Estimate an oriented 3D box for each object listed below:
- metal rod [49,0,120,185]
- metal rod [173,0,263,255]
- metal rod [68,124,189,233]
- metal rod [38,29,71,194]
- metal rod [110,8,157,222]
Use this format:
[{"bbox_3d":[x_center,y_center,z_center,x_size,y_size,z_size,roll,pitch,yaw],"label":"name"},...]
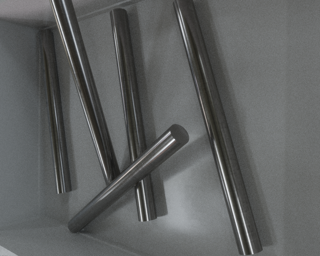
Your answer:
[{"bbox_3d":[-0.096,-0.050,0.406,0.025,0.025,0.298,7,119,39],"label":"metal rod"},{"bbox_3d":[0.062,-0.013,0.354,0.025,0.025,0.299,-22,76,37],"label":"metal rod"},{"bbox_3d":[-0.061,0.086,0.427,0.299,0.025,0.025,-44,64,40],"label":"metal rod"},{"bbox_3d":[-0.192,-0.033,0.561,0.025,0.025,0.298,-15,81,39],"label":"metal rod"},{"bbox_3d":[-0.039,-0.023,0.436,0.025,0.025,0.298,-14,81,39],"label":"metal rod"}]
